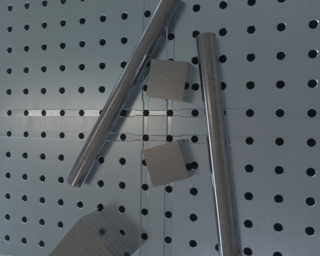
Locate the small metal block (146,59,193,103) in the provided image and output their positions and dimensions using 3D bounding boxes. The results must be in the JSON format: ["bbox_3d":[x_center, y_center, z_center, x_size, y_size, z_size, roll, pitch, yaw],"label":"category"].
[{"bbox_3d":[0.013,-0.062,0.408,0.050,0.025,0.050,10,93,19],"label":"small metal block"}]

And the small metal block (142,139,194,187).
[{"bbox_3d":[0.011,0.046,0.409,0.050,0.025,0.050,-19,84,19],"label":"small metal block"}]

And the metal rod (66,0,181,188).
[{"bbox_3d":[-0.054,-0.048,0.431,0.025,0.025,0.299,32,100,17],"label":"metal rod"}]

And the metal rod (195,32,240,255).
[{"bbox_3d":[0.073,0.032,0.386,0.025,0.025,0.298,-7,88,20],"label":"metal rod"}]

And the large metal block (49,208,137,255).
[{"bbox_3d":[-0.094,0.175,0.432,0.080,0.050,0.080,43,103,14],"label":"large metal block"}]
